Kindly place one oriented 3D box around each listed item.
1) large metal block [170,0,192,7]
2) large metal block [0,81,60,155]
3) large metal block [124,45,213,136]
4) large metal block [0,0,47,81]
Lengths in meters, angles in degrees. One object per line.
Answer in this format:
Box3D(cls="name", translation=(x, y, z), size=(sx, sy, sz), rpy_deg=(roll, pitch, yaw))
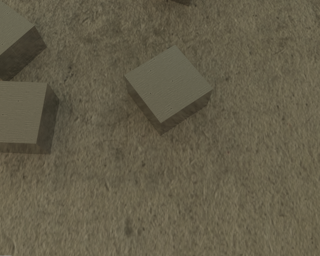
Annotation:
Box3D(cls="large metal block", translation=(0.025, -0.251, 0.487), size=(0.080, 0.050, 0.080), rpy_deg=(21, 71, 7))
Box3D(cls="large metal block", translation=(-0.183, -0.012, 0.397), size=(0.081, 0.050, 0.080), rpy_deg=(2, 70, 0))
Box3D(cls="large metal block", translation=(0.010, -0.050, 0.413), size=(0.080, 0.050, 0.080), rpy_deg=(-34, 74, -12))
Box3D(cls="large metal block", translation=(-0.226, -0.124, 0.437), size=(0.080, 0.050, 0.080), rpy_deg=(37, 74, 12))
